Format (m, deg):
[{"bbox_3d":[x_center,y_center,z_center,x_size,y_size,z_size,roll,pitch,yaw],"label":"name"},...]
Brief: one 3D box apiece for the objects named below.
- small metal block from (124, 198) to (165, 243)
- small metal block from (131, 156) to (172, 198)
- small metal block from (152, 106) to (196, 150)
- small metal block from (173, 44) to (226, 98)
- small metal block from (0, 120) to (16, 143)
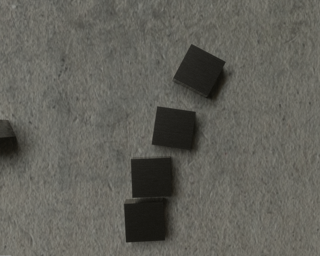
[{"bbox_3d":[-0.020,0.121,0.410,0.050,0.025,0.050,-3,90,-1],"label":"small metal block"},{"bbox_3d":[-0.011,0.064,0.410,0.050,0.025,0.050,-2,90,-1],"label":"small metal block"},{"bbox_3d":[0.018,0.000,0.410,0.050,0.025,0.050,8,90,-1],"label":"small metal block"},{"bbox_3d":[0.051,-0.075,0.411,0.050,0.025,0.050,28,90,-1],"label":"small metal block"},{"bbox_3d":[-0.223,0.011,0.395,0.050,0.050,0.025,-25,90,0],"label":"small metal block"}]
